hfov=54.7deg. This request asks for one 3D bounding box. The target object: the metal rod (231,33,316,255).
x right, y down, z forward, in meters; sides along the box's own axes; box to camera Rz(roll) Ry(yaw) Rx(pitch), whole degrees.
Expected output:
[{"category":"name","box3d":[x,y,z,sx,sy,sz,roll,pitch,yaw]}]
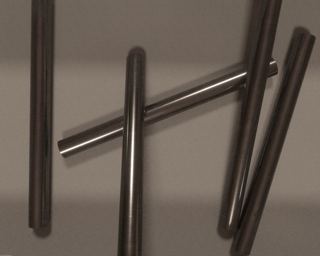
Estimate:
[{"category":"metal rod","box3d":[0.151,0.021,0.413,0.025,0.025,0.298,17,90,-1]}]

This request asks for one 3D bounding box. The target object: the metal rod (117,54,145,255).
[{"category":"metal rod","box3d":[-0.031,0.045,0.352,0.025,0.025,0.299,0,66,0]}]

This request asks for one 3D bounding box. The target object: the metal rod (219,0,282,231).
[{"category":"metal rod","box3d":[0.113,-0.015,0.394,0.025,0.025,0.298,9,97,-1]}]

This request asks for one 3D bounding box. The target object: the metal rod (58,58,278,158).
[{"category":"metal rod","box3d":[0.011,-0.027,0.411,0.301,0.025,0.025,-22,90,-1]}]

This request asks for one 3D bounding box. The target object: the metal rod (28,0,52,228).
[{"category":"metal rod","box3d":[-0.158,-0.020,0.409,0.025,0.025,0.298,1,90,-1]}]
